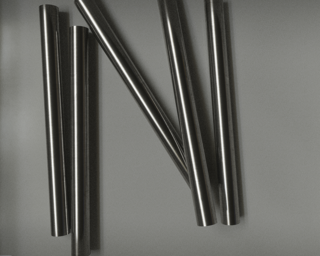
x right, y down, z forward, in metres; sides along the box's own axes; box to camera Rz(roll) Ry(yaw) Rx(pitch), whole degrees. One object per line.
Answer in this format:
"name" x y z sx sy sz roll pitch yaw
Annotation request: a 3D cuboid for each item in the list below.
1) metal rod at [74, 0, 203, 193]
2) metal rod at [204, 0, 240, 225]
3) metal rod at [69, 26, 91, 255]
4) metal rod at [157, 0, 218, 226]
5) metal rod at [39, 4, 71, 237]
"metal rod" -0.023 -0.044 0.411 0.025 0.025 0.299 -32 90 0
"metal rod" 0.082 -0.023 0.412 0.025 0.025 0.298 -4 90 -1
"metal rod" -0.106 0.018 0.410 0.025 0.025 0.298 0 90 -1
"metal rod" 0.033 -0.029 0.396 0.025 0.025 0.298 -10 84 0
"metal rod" -0.139 -0.010 0.409 0.025 0.025 0.298 -3 90 -1
